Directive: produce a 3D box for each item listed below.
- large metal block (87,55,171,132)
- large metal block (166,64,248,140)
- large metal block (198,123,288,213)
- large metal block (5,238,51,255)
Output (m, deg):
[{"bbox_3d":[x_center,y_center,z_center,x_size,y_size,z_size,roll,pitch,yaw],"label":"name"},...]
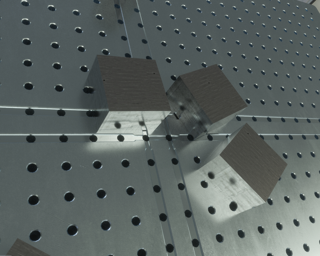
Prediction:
[{"bbox_3d":[-0.042,-0.043,0.397,0.081,0.050,0.080,-2,63,-30],"label":"large metal block"},{"bbox_3d":[0.067,-0.040,0.454,0.081,0.050,0.080,-24,75,-37],"label":"large metal block"},{"bbox_3d":[0.114,0.053,0.423,0.080,0.050,0.080,46,51,4],"label":"large metal block"},{"bbox_3d":[-0.104,0.148,0.246,0.080,0.050,0.080,33,51,-8],"label":"large metal block"}]
